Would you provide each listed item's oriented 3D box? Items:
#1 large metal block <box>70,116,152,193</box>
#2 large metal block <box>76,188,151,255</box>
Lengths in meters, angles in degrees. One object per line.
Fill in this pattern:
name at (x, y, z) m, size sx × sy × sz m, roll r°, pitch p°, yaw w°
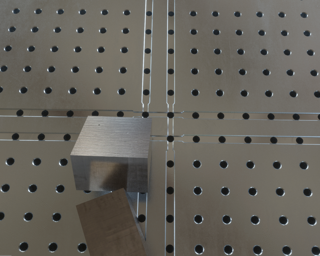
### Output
large metal block at (-0.052, 0.029, 0.368) m, size 0.080 × 0.050 × 0.080 m, roll 2°, pitch 33°, yaw 1°
large metal block at (-0.047, 0.118, 0.339) m, size 0.050 × 0.080 × 0.080 m, roll -20°, pitch 72°, yaw -7°
